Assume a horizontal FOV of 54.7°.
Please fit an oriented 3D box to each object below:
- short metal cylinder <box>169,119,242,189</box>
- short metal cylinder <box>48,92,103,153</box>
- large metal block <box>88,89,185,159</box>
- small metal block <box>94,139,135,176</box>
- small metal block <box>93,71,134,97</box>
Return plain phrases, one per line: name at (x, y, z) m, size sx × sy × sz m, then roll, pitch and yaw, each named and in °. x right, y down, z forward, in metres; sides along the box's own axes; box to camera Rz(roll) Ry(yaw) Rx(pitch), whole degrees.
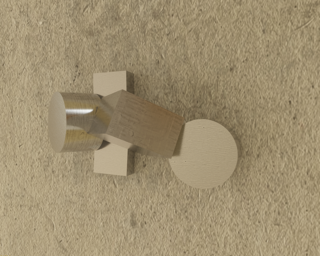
short metal cylinder at (0.056, 0.029, 0.377) m, size 0.080 × 0.050 × 0.079 m, roll 0°, pitch 90°, yaw 19°
short metal cylinder at (-0.114, -0.008, 0.416) m, size 0.080 × 0.050 × 0.079 m, roll 2°, pitch 92°, yaw 55°
large metal block at (-0.031, -0.002, 0.371) m, size 0.080 × 0.080 × 0.050 m, roll 23°, pitch 79°, yaw -24°
small metal block at (-0.063, 0.038, 0.431) m, size 0.050 × 0.025 × 0.050 m, roll 3°, pitch 91°, yaw 19°
small metal block at (-0.064, -0.051, 0.431) m, size 0.050 × 0.025 × 0.050 m, roll -1°, pitch 90°, yaw 19°
